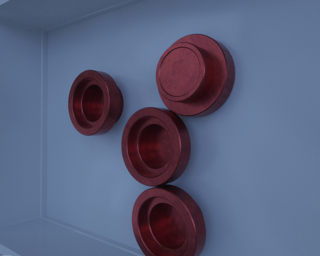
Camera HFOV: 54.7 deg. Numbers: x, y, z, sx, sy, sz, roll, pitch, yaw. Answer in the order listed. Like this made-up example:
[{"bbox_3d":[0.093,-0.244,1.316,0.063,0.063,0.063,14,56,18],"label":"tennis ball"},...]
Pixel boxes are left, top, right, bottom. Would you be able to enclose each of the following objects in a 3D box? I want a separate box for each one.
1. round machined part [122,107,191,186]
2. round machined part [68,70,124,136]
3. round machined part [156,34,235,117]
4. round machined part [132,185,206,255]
[{"bbox_3d":[-0.001,0.023,0.396,0.098,0.042,0.097,0,90,40],"label":"round machined part"},{"bbox_3d":[-0.094,-0.037,0.474,0.098,0.042,0.097,0,90,40],"label":"round machined part"},{"bbox_3d":[0.034,-0.063,0.365,0.098,0.042,0.097,-2,86,38],"label":"round machined part"},{"bbox_3d":[0.015,0.117,0.381,0.098,0.042,0.097,4,96,39],"label":"round machined part"}]
